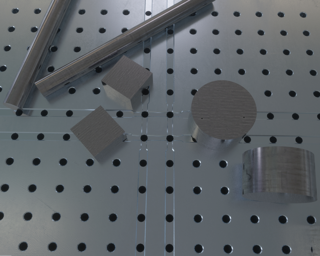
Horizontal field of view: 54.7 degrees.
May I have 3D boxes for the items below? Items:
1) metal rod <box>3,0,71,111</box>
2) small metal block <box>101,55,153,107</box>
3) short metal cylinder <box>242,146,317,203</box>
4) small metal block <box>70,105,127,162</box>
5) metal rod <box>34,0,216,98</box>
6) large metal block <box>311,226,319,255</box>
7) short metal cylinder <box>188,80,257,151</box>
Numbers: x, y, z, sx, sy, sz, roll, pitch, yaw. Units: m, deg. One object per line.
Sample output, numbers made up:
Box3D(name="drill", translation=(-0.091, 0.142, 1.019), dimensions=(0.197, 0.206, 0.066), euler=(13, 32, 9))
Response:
Box3D(name="metal rod", translation=(-0.163, -0.164, 0.470), dimensions=(0.025, 0.025, 0.299), euler=(14, 70, 5))
Box3D(name="small metal block", translation=(-0.045, -0.066, 0.435), dimensions=(0.050, 0.025, 0.050), euler=(34, 73, 11))
Box3D(name="short metal cylinder", translation=(0.138, 0.057, 0.362), dimensions=(0.080, 0.080, 0.050), euler=(6, 70, 2))
Box3D(name="small metal block", translation=(-0.080, 0.007, 0.408), dimensions=(0.050, 0.025, 0.050), euler=(-40, 75, -13))
Box3D(name="metal rod", translation=(-0.043, -0.133, 0.459), dimensions=(0.301, 0.025, 0.025), euler=(-33, 73, -11))
Box3D(name="large metal block", translation=(0.223, 0.135, 0.334), dimensions=(0.080, 0.080, 0.050), euler=(5, 70, 2))
Box3D(name="short metal cylinder", translation=(0.079, -0.015, 0.404), dimensions=(0.081, 0.050, 0.080), euler=(0, 70, 0))
